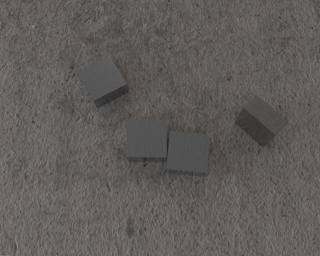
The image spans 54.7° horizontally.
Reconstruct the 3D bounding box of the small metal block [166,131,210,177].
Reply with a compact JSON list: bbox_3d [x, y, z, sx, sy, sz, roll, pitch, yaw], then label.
[{"bbox_3d":[0.035,0.033,0.396,0.050,0.025,0.050,6,70,2],"label":"small metal block"}]

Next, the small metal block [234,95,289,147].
[{"bbox_3d":[0.129,-0.008,0.398,0.025,0.050,0.050,-43,76,-14],"label":"small metal block"}]

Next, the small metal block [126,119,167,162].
[{"bbox_3d":[-0.016,0.017,0.402,0.050,0.025,0.050,1,70,0],"label":"small metal block"}]

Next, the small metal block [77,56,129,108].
[{"bbox_3d":[-0.078,-0.064,0.431,0.050,0.025,0.050,-29,73,-10],"label":"small metal block"}]
